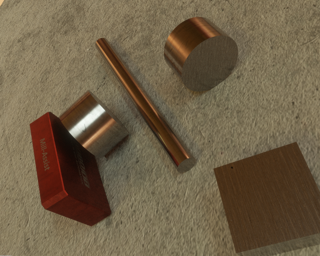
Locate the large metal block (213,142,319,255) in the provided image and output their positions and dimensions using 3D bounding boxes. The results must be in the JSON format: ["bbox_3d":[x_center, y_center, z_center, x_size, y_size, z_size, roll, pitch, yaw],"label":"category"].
[{"bbox_3d":[0.105,0.070,0.290,0.080,0.050,0.080,-21,54,15],"label":"large metal block"}]

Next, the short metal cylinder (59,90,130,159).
[{"bbox_3d":[-0.087,-0.005,0.418,0.050,0.080,0.080,-43,51,-1],"label":"short metal cylinder"}]

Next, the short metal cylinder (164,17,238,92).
[{"bbox_3d":[0.052,-0.094,0.399,0.080,0.080,0.050,-36,51,4],"label":"short metal cylinder"}]

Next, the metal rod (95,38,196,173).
[{"bbox_3d":[-0.036,-0.052,0.454,0.025,0.025,0.300,-37,51,3],"label":"metal rod"}]

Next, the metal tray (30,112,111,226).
[{"bbox_3d":[-0.113,0.050,0.390,0.030,0.090,0.130,-33,52,7],"label":"metal tray"}]
